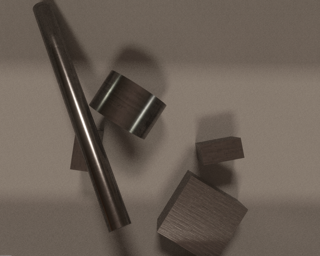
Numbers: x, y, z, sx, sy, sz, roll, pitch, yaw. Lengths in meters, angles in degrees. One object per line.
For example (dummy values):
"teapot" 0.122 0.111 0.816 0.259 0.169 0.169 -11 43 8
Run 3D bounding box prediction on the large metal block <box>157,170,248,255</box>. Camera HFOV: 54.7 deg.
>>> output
"large metal block" 0.052 0.112 0.400 0.080 0.050 0.080 32 90 -1

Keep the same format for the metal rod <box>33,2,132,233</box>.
"metal rod" -0.099 -0.026 0.368 0.025 0.025 0.299 -23 74 0

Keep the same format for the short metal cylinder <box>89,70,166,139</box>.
"short metal cylinder" -0.039 -0.028 0.383 0.080 0.080 0.050 33 90 -1

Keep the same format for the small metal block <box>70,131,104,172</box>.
"small metal block" -0.092 0.027 0.398 0.025 0.050 0.050 8 90 0

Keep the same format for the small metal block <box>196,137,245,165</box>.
"small metal block" 0.075 0.028 0.400 0.050 0.050 0.025 -11 90 0
